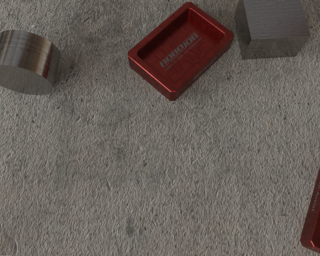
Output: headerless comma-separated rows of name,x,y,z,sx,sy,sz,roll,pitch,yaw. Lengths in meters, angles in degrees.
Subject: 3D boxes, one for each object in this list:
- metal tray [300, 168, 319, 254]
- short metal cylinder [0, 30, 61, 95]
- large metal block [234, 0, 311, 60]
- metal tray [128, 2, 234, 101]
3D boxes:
metal tray,0.234,0.096,0.372,0.090,0.030,0.130,23,71,8
short metal cylinder,-0.177,-0.083,0.408,0.080,0.080,0.050,5,70,2
large metal block,0.159,-0.149,0.451,0.081,0.050,0.080,-4,70,-2
metal tray,0.030,-0.112,0.446,0.090,0.030,0.130,42,75,13
